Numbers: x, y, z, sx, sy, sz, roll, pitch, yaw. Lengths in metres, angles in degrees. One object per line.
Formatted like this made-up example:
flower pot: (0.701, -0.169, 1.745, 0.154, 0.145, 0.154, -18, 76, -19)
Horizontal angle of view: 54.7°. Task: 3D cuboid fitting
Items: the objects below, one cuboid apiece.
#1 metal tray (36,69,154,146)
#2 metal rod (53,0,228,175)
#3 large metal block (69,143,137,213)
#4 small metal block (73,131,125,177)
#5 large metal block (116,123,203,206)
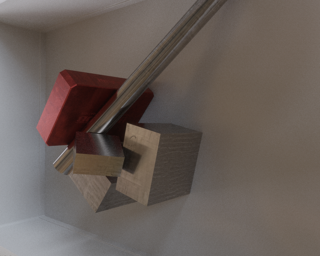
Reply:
metal tray: (-0.079, -0.022, 0.399, 0.030, 0.131, 0.089, 48, 120, 30)
metal rod: (-0.022, -0.057, 0.363, 0.299, 0.025, 0.025, -47, 61, 10)
large metal block: (-0.068, 0.061, 0.425, 0.080, 0.081, 0.050, 44, 116, 31)
small metal block: (-0.070, 0.029, 0.348, 0.050, 0.050, 0.025, -119, 40, -60)
large metal block: (0.000, 0.039, 0.368, 0.050, 0.081, 0.079, 17, 101, 38)
